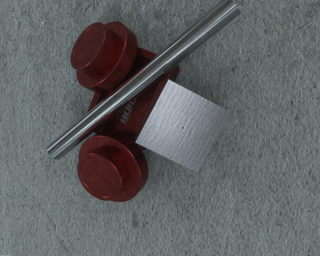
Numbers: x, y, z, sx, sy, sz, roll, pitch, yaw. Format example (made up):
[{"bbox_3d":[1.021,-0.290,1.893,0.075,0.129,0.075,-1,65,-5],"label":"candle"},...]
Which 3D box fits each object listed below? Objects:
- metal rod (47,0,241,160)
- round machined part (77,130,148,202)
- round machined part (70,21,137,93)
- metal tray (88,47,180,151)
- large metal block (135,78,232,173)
[{"bbox_3d":[-0.032,-0.053,0.390,0.300,0.025,0.025,-37,78,16],"label":"metal rod"},{"bbox_3d":[-0.068,0.056,0.407,0.098,0.042,0.097,10,115,23],"label":"round machined part"},{"bbox_3d":[-0.080,-0.098,0.408,0.098,0.042,0.098,-19,59,34],"label":"round machined part"},{"bbox_3d":[-0.040,-0.043,0.421,0.090,0.030,0.129,26,98,18],"label":"metal tray"},{"bbox_3d":[0.026,-0.005,0.372,0.080,0.050,0.080,27,99,-7],"label":"large metal block"}]
